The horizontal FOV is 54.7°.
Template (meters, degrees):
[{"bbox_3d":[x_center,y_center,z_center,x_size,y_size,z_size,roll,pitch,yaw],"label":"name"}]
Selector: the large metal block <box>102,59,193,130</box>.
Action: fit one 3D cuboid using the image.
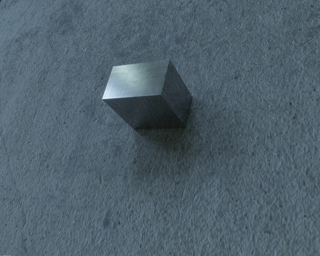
[{"bbox_3d":[-0.013,-0.039,0.400,0.080,0.080,0.050,-1,61,27],"label":"large metal block"}]
